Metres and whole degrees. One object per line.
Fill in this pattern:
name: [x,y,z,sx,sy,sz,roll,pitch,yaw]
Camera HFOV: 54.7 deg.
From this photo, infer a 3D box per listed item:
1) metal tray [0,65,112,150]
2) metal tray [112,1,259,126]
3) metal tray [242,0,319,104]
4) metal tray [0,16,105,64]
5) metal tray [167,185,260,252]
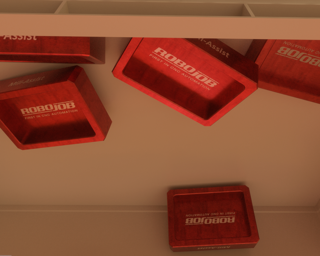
metal tray: [-0.136,-0.020,0.373,0.130,0.030,0.090,-7,131,18]
metal tray: [0.026,-0.060,0.329,0.131,0.030,0.090,28,142,-14]
metal tray: [0.167,-0.077,0.340,0.131,0.030,0.089,13,129,-11]
metal tray: [-0.124,-0.081,0.295,0.131,0.090,0.030,1,97,-1]
metal tray: [0.078,0.140,0.482,0.131,0.090,0.030,-4,145,3]
